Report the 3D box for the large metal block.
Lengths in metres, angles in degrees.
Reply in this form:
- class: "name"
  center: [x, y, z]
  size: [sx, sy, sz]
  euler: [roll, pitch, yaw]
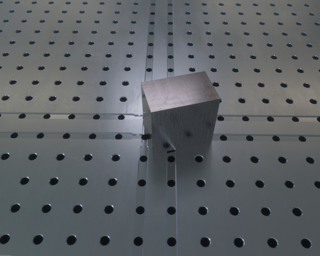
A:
- class: "large metal block"
  center: [0.023, -0.018, 0.387]
  size: [0.081, 0.080, 0.050]
  euler: [-12, 51, -10]
